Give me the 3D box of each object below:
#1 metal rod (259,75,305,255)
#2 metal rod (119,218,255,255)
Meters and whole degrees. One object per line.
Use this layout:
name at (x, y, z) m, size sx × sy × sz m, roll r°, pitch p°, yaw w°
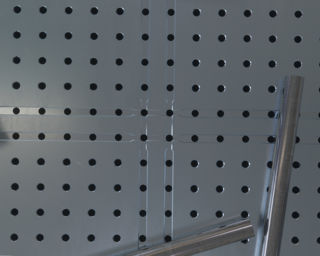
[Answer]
metal rod at (0.159, 0.080, 0.414) m, size 0.025 × 0.025 × 0.298 m, roll 8°, pitch 90°, yaw 0°
metal rod at (-0.023, 0.175, 0.413) m, size 0.302 × 0.025 × 0.025 m, roll -16°, pitch 90°, yaw 0°
